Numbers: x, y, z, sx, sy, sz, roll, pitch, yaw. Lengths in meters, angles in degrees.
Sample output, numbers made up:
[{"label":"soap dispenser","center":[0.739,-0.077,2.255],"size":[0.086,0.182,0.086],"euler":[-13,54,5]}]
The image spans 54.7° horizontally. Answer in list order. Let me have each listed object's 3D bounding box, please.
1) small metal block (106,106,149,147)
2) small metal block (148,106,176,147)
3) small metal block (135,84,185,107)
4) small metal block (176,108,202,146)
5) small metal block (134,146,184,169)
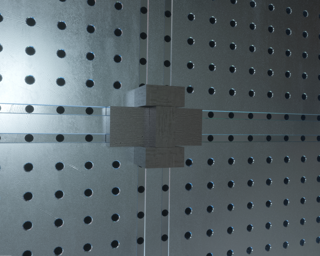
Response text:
[{"label":"small metal block","center":[-0.042,-0.002,0.398],"size":[0.050,0.025,0.050],"euler":[1,90,-21]},{"label":"small metal block","center":[-0.002,-0.002,0.399],"size":[0.025,0.050,0.050],"euler":[1,90,-20]},{"label":"small metal block","center":[-0.001,-0.039,0.399],"size":[0.050,0.050,0.025],"euler":[1,90,-20]},{"label":"small metal block","center":[0.029,-0.001,0.424],"size":[0.050,0.025,0.050],"euler":[1,90,-21]},{"label":"small metal block","center":[-0.002,0.036,0.399],"size":[0.050,0.050,0.025],"euler":[1,90,-20]}]
